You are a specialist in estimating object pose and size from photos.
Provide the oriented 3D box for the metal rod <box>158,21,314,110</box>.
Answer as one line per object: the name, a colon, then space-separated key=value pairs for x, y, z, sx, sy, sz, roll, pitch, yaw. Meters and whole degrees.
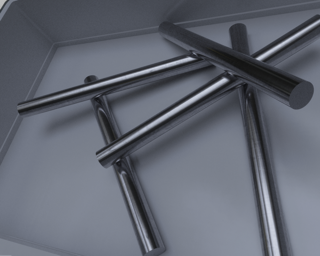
metal rod: x=0.063 y=-0.093 z=0.377 sx=0.025 sy=0.025 sz=0.300 roll=-40 pitch=35 yaw=1

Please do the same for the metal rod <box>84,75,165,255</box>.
metal rod: x=-0.060 y=0.028 z=0.420 sx=0.025 sy=0.025 sz=0.300 roll=-33 pitch=51 yaw=7

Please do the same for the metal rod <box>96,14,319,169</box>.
metal rod: x=0.055 y=-0.038 z=0.367 sx=0.300 sy=0.025 sz=0.025 roll=-32 pitch=52 yaw=7

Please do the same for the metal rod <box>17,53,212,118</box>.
metal rod: x=-0.069 y=-0.064 z=0.454 sx=0.301 sy=0.025 sz=0.025 roll=-14 pitch=56 yaw=10

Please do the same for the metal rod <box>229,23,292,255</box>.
metal rod: x=0.107 y=-0.008 z=0.354 sx=0.025 sy=0.025 sz=0.299 roll=-13 pitch=56 yaw=21
